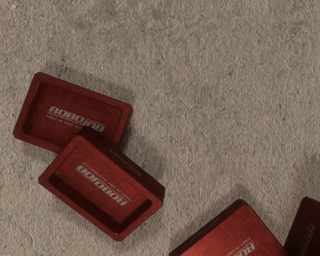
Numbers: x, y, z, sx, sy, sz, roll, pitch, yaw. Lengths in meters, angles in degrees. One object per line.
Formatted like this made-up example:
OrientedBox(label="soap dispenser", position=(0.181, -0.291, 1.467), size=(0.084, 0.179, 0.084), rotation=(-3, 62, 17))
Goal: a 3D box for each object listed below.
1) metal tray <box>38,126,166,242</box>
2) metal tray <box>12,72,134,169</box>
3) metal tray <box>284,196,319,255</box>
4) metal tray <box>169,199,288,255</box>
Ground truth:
OrientedBox(label="metal tray", position=(-0.070, 0.071, 0.381), size=(0.130, 0.030, 0.090), rotation=(41, 111, -9))
OrientedBox(label="metal tray", position=(-0.111, -0.009, 0.405), size=(0.131, 0.030, 0.090), rotation=(20, 90, -1))
OrientedBox(label="metal tray", position=(0.187, 0.158, 0.380), size=(0.030, 0.090, 0.129), rotation=(22, 90, 0))
OrientedBox(label="metal tray", position=(0.088, 0.169, 0.409), size=(0.130, 0.030, 0.090), rotation=(-38, 91, -1))
